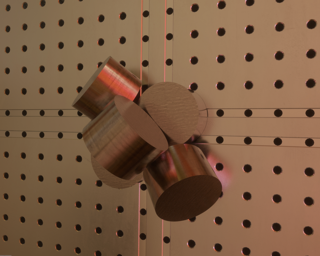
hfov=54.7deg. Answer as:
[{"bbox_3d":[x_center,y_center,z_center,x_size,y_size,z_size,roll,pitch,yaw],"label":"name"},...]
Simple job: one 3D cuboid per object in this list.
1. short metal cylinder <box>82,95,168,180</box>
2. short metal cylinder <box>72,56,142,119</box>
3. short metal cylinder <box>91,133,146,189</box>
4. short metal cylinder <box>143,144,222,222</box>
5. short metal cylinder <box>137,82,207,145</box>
[{"bbox_3d":[-0.037,0.010,0.341,0.050,0.080,0.080,-43,77,15],"label":"short metal cylinder"},{"bbox_3d":[-0.068,-0.045,0.399,0.050,0.080,0.080,37,104,-19],"label":"short metal cylinder"},{"bbox_3d":[-0.044,0.036,0.413,0.080,0.050,0.079,0,90,19],"label":"short metal cylinder"},{"bbox_3d":[0.025,0.065,0.366,0.080,0.080,0.050,-42,42,15],"label":"short metal cylinder"},{"bbox_3d":[0.015,-0.016,0.392,0.080,0.050,0.079,0,90,19],"label":"short metal cylinder"}]
